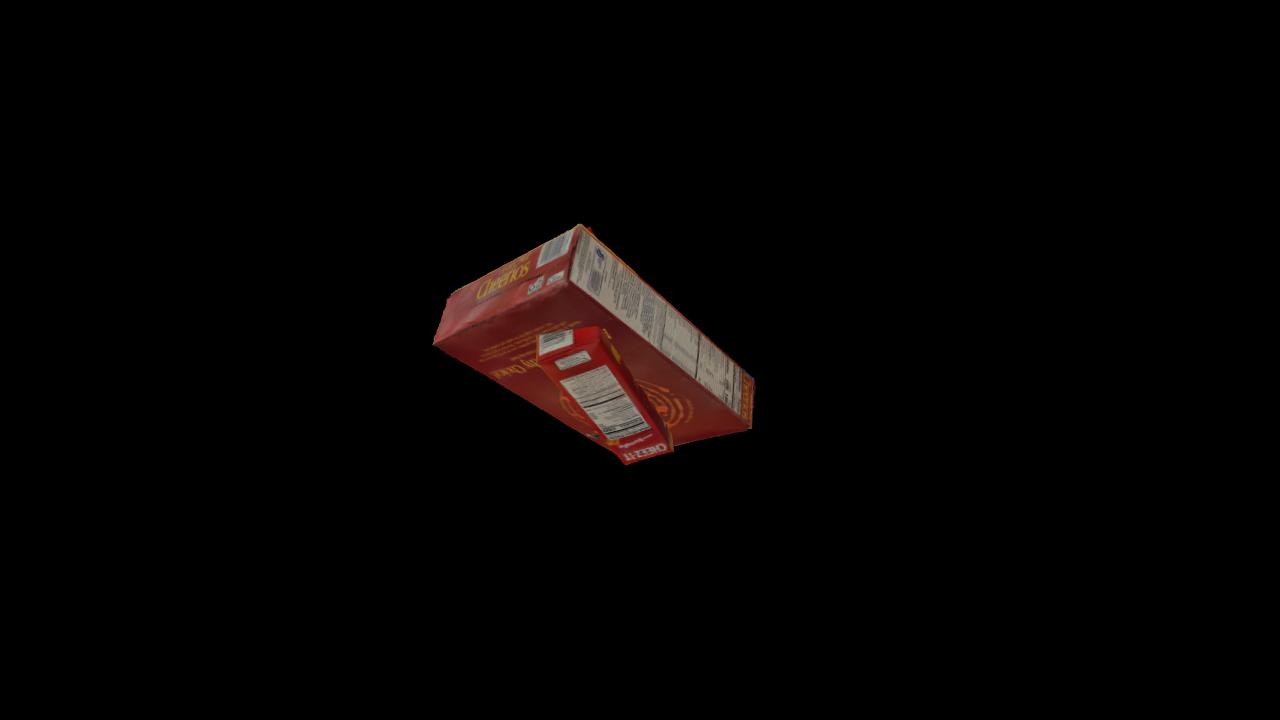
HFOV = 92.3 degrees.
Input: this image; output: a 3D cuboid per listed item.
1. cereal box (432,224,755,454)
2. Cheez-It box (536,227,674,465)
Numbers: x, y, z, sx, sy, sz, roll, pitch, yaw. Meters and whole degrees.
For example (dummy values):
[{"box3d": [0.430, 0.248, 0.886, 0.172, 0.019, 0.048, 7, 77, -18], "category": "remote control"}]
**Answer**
[{"box3d": [-0.038, 0.003, 0.676, 0.203, 0.081, 0.306, -19, -40, 36], "category": "cereal box"}, {"box3d": [-0.036, -0.007, 0.678, 0.071, 0.166, 0.223, -17, -40, 12], "category": "Cheez-It box"}]
